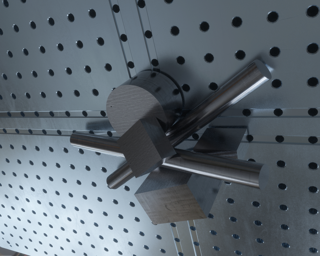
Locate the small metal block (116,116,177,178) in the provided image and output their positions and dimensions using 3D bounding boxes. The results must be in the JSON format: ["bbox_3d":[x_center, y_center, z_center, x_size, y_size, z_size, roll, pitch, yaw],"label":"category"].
[{"bbox_3d":[-0.017,0.022,0.353,0.050,0.025,0.050,-41,73,39],"label":"small metal block"}]

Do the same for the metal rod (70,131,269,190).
[{"bbox_3d":[-0.016,0.032,0.389,0.300,0.025,0.025,7,123,40],"label":"metal rod"}]

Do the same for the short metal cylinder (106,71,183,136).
[{"bbox_3d":[-0.019,-0.025,0.385,0.080,0.050,0.079,13,123,21],"label":"short metal cylinder"}]

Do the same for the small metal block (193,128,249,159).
[{"bbox_3d":[0.073,0.023,0.366,0.050,0.050,0.025,1,119,29],"label":"small metal block"}]

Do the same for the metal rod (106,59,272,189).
[{"bbox_3d":[0.015,0.014,0.408,0.025,0.025,0.299,47,129,-5],"label":"metal rod"}]

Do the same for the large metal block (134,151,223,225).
[{"bbox_3d":[0.027,0.074,0.401,0.080,0.080,0.050,-19,108,35],"label":"large metal block"}]
